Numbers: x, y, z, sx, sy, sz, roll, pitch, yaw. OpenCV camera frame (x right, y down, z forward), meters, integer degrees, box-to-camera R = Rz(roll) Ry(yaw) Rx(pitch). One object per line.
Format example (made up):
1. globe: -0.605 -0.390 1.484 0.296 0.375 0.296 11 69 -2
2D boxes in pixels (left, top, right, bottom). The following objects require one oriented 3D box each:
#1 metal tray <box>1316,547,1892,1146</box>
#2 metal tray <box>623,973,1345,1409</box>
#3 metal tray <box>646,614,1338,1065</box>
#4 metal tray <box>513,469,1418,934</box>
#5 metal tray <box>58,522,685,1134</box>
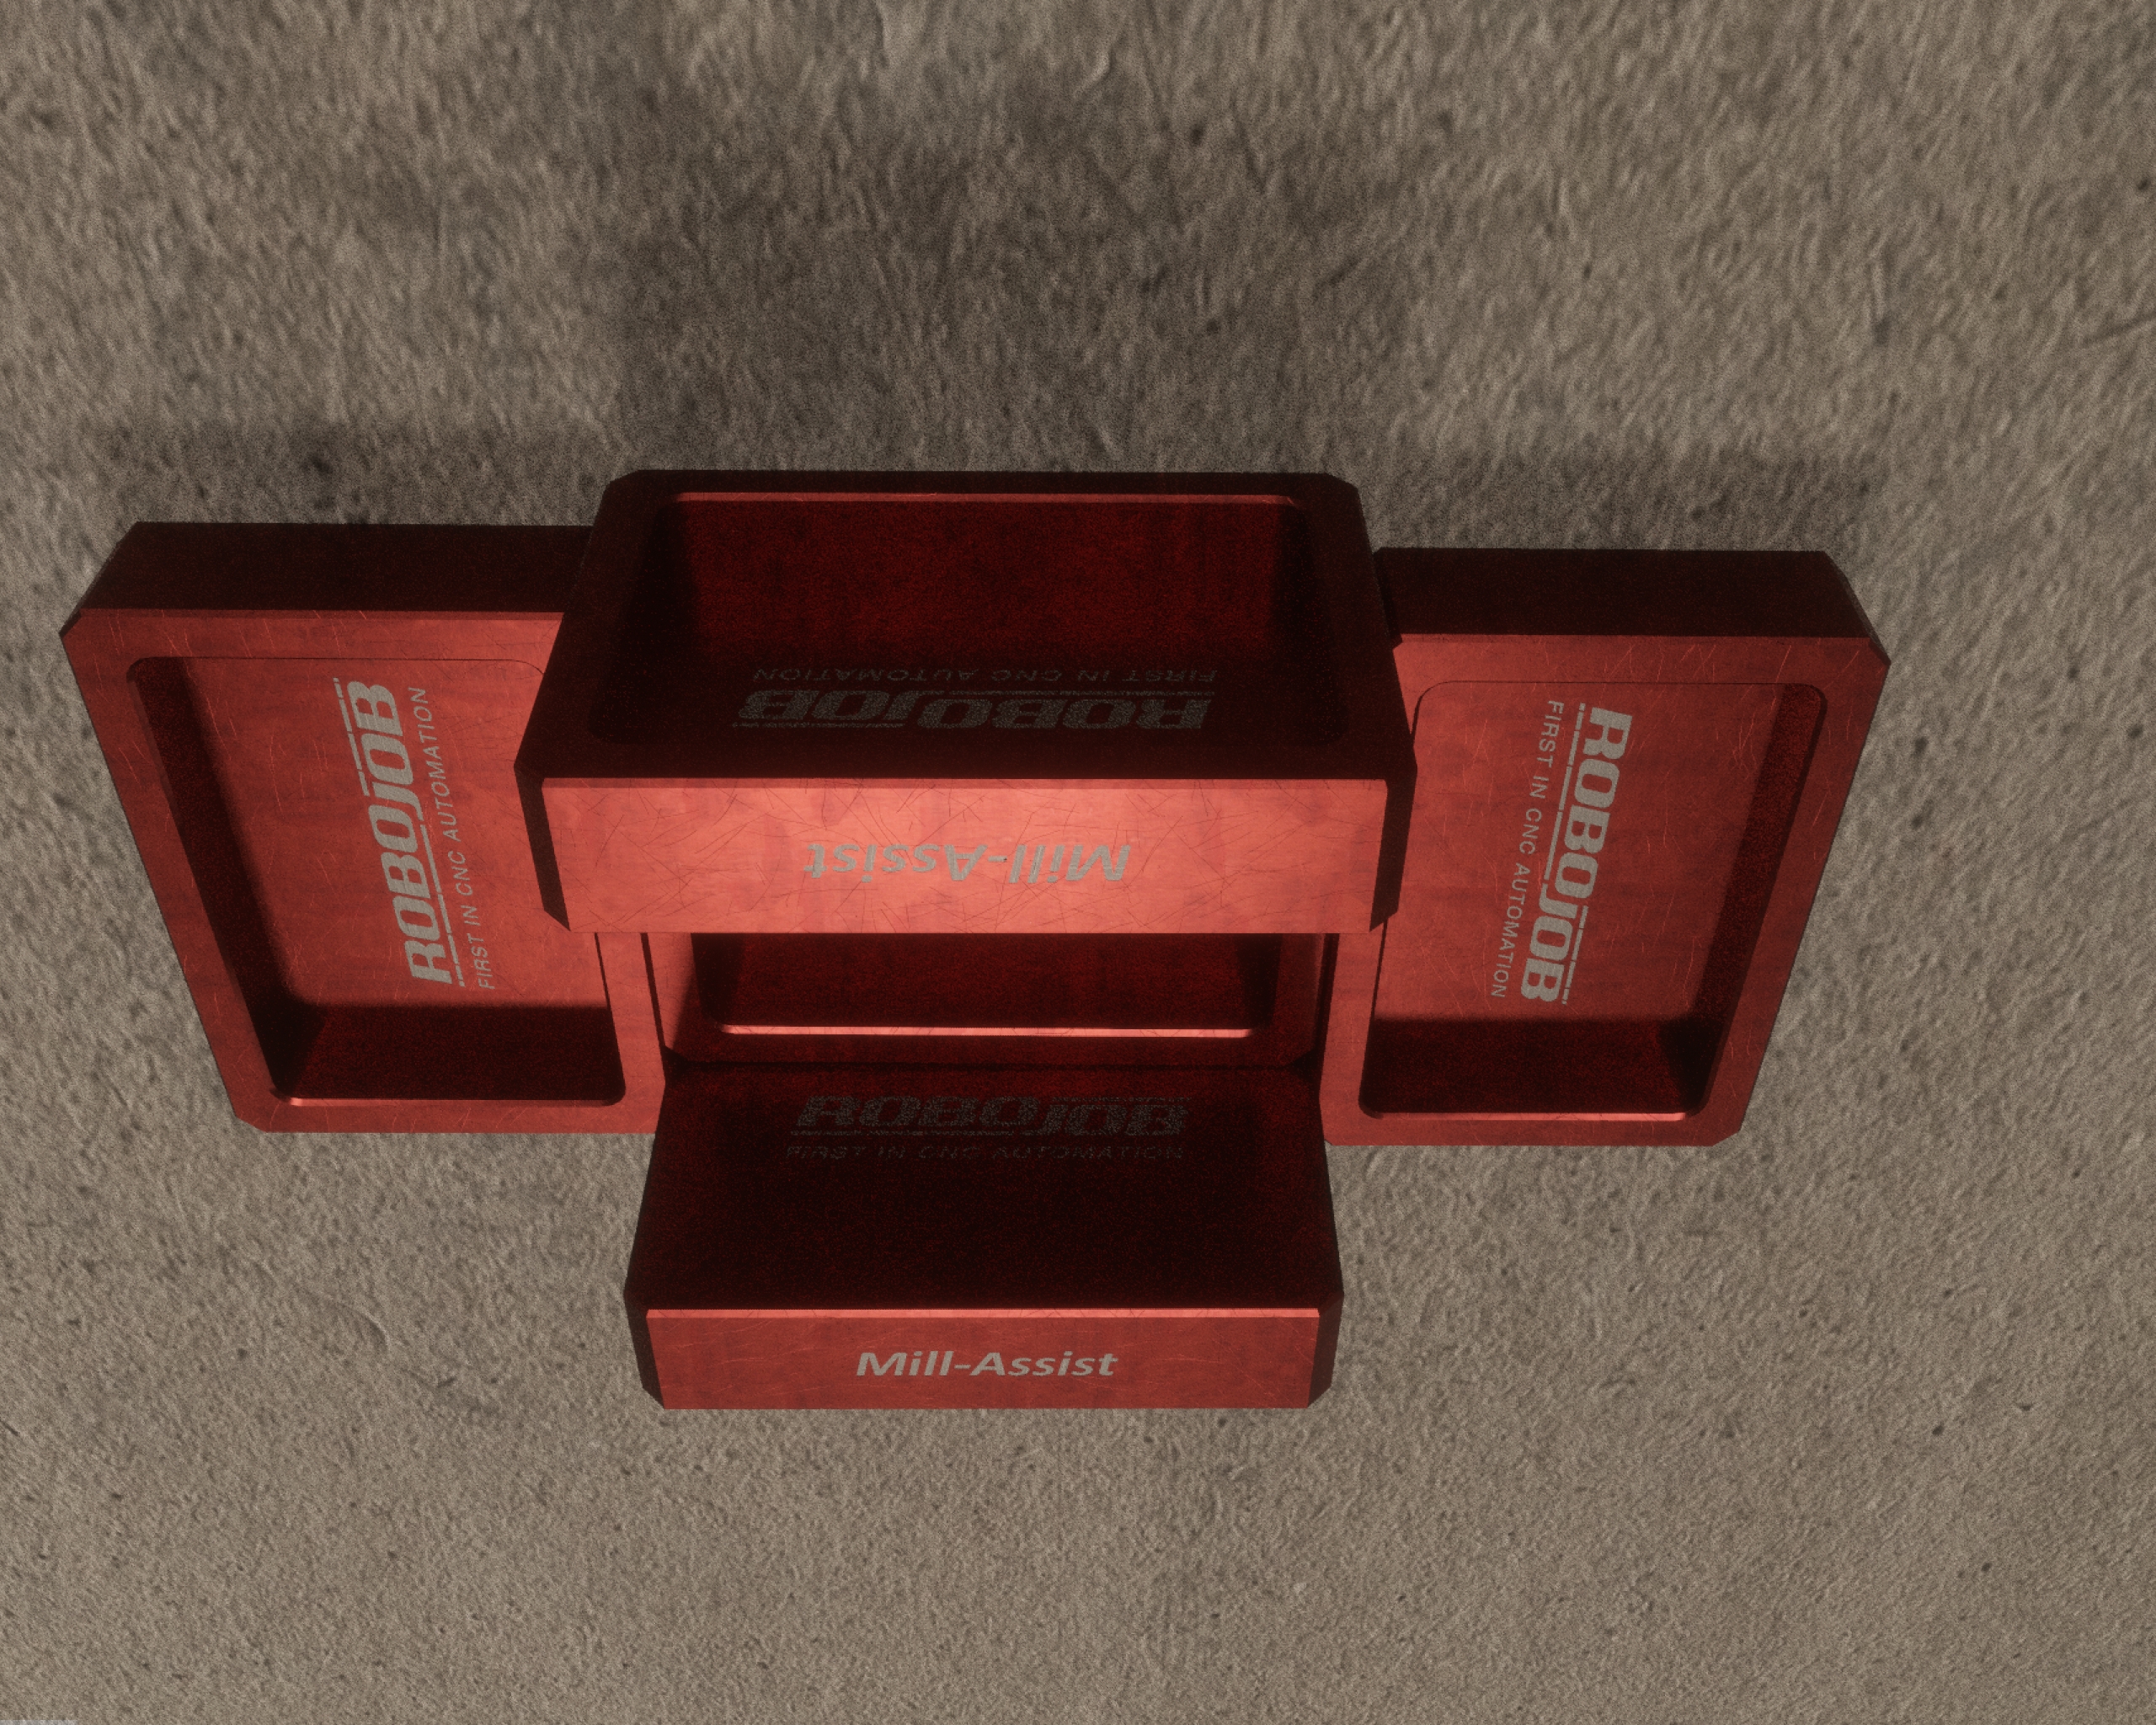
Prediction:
1. metal tray: 0.094 0.001 0.408 0.091 0.030 0.129 0 130 -1
2. metal tray: -0.017 0.063 0.418 0.131 0.090 0.030 0 130 -1
3. metal tray: -0.017 -0.003 0.403 0.131 0.030 0.089 0 130 -1
4. metal tray: -0.016 -0.029 0.341 0.131 0.090 0.030 0 130 -1
5. metal tray: -0.127 -0.002 0.402 0.091 0.030 0.129 0 130 -1
